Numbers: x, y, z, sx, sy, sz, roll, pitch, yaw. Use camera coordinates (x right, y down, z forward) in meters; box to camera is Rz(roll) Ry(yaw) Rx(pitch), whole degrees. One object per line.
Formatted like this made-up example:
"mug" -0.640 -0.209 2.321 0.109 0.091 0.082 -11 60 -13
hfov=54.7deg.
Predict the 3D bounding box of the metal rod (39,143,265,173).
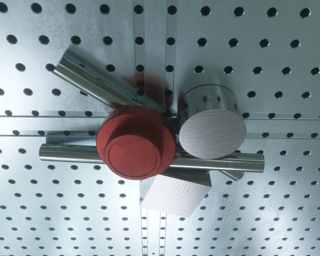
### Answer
"metal rod" -0.016 0.040 0.421 0.302 0.025 0.025 2 131 7

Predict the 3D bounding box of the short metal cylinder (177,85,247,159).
"short metal cylinder" 0.063 -0.007 0.389 0.081 0.050 0.079 0 130 0

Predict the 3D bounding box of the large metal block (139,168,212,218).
"large metal block" 0.021 0.084 0.465 0.081 0.050 0.079 16 128 -13

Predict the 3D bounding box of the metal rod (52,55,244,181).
"metal rod" 0.002 -0.001 0.411 0.301 0.025 0.025 31 123 -24

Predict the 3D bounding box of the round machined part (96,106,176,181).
"round machined part" -0.030 0.025 0.377 0.099 0.042 0.097 3 122 4
